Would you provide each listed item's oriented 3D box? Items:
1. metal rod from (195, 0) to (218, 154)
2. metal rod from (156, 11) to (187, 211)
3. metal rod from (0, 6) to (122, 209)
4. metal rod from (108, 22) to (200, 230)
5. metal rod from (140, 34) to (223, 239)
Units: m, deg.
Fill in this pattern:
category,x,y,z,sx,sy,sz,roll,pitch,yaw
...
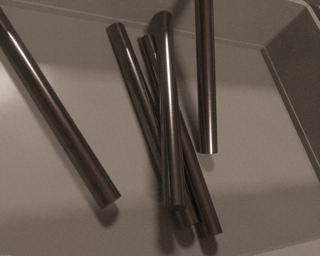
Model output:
category,x,y,z,sx,sy,sz,roll,pitch,yaw
metal rod,0.062,-0.115,0.423,0.025,0.025,0.298,-2,91,-30
metal rod,0.011,-0.044,0.406,0.025,0.025,0.299,12,57,-22
metal rod,-0.136,-0.041,0.357,0.025,0.025,0.299,-27,77,-37
metal rod,-0.016,-0.018,0.409,0.025,0.025,0.299,-7,65,-32
metal rod,0.022,-0.005,0.422,0.025,0.025,0.299,-3,63,-30
